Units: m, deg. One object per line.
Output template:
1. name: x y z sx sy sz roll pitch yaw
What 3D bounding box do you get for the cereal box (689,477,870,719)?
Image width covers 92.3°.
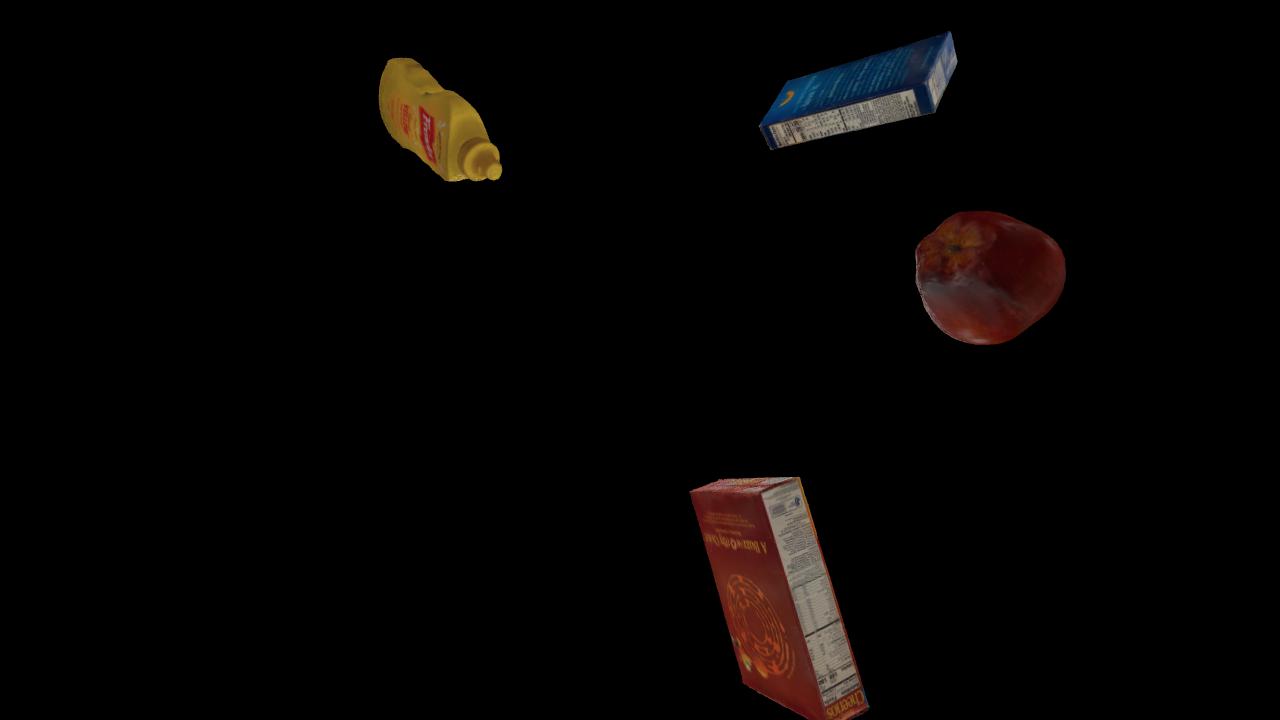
1. cereal box: 0.183 0.321 0.863 0.081 0.306 0.203 -14 -6 -24

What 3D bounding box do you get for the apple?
1. apple: 0.210 -0.050 0.373 0.093 0.079 0.079 28 -17 -36

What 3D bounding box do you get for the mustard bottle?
1. mustard bottle: -0.205 -0.239 0.647 0.184 0.092 0.054 41 39 25

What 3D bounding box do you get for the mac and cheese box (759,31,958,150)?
1. mac and cheese box: 0.230 -0.286 0.664 0.184 0.093 0.041 3 -36 44
